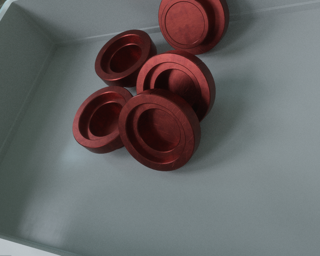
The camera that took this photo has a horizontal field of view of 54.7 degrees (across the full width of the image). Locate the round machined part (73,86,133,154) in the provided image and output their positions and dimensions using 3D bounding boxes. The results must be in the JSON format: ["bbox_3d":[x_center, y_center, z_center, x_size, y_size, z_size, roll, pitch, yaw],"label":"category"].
[{"bbox_3d":[-0.070,-0.008,0.436,0.098,0.042,0.098,-13,56,21],"label":"round machined part"}]

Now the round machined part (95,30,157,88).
[{"bbox_3d":[-0.049,-0.102,0.483,0.098,0.042,0.098,-13,56,21],"label":"round machined part"}]

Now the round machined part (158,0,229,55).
[{"bbox_3d":[0.041,-0.147,0.424,0.098,0.097,0.042,2,30,29],"label":"round machined part"}]

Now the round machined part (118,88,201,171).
[{"bbox_3d":[0.003,-0.001,0.371,0.098,0.097,0.042,0,23,28],"label":"round machined part"}]

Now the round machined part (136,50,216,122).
[{"bbox_3d":[0.023,-0.049,0.390,0.098,0.097,0.042,0,22,28],"label":"round machined part"}]
